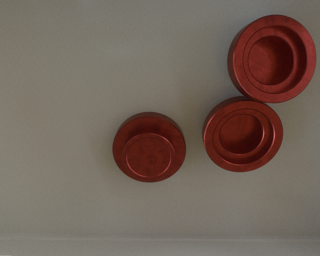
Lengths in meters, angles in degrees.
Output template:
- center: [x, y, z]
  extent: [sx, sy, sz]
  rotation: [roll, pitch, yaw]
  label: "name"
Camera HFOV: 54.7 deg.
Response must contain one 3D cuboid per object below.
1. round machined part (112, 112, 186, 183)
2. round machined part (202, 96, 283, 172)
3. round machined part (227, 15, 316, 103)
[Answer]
- center: [-0.014, 0.031, 0.413]
  extent: [0.099, 0.042, 0.097]
  rotation: [0, 110, 0]
  label: "round machined part"
- center: [0.104, 0.005, 0.405]
  extent: [0.099, 0.042, 0.097]
  rotation: [0, 110, 0]
  label: "round machined part"
- center: [0.126, -0.079, 0.366]
  extent: [0.099, 0.042, 0.097]
  rotation: [-1, 96, -7]
  label: "round machined part"
